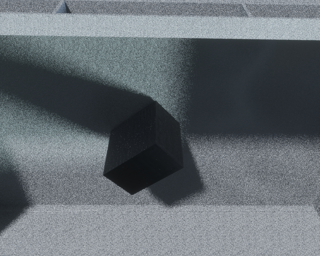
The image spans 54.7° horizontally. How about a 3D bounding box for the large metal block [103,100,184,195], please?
[{"bbox_3d":[-0.020,0.025,0.390,0.080,0.080,0.050,-32,123,24],"label":"large metal block"}]
